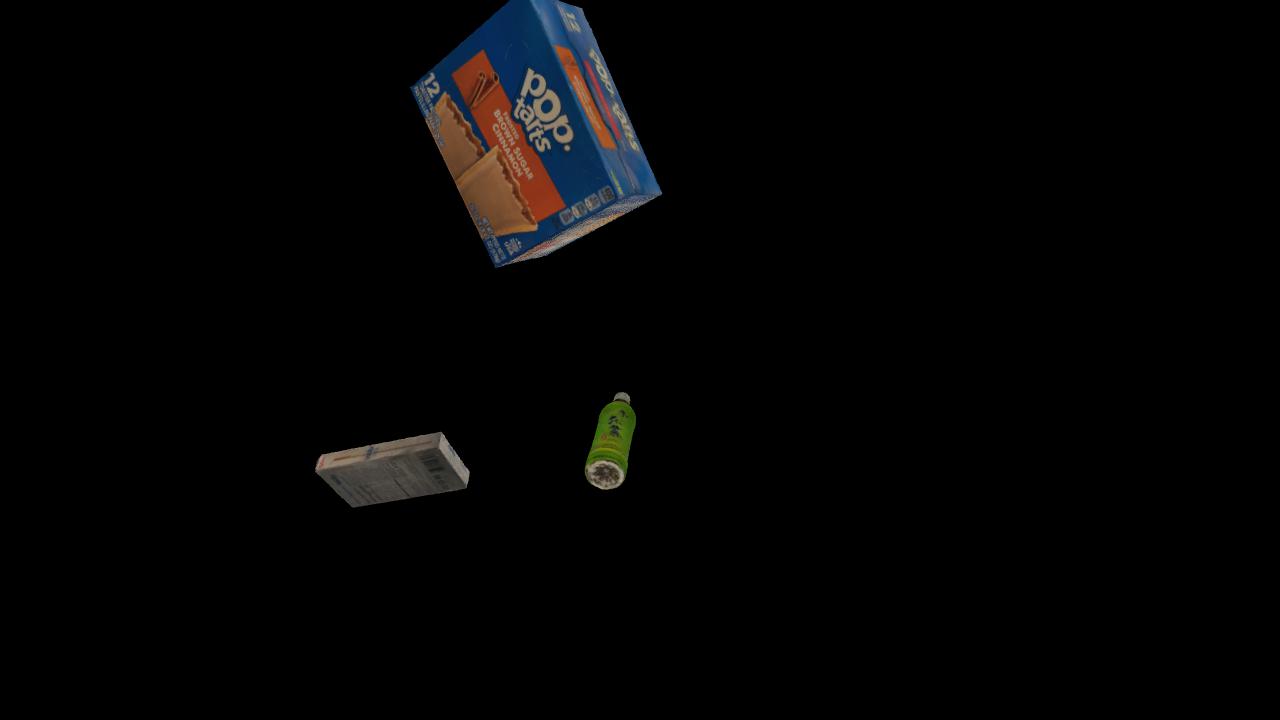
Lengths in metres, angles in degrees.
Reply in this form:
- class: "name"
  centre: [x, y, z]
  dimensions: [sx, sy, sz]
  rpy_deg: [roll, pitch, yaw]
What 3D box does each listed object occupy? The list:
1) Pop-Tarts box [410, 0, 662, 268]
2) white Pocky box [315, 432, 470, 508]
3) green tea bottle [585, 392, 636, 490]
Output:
- class: "Pop-Tarts box"
  centre: [-0.086, -0.184, 0.518]
  dimensions: [0.141, 0.167, 0.083]
  rpy_deg: [-20, 8, 31]
- class: "white Pocky box"
  centre: [-0.292, 0.133, 0.734]
  dimensions: [0.154, 0.028, 0.084]
  rpy_deg: [-11, -46, 7]
- class: "green tea bottle"
  centre: [-0.046, 0.130, 1.080]
  dimensions: [0.073, 0.073, 0.212]
  rpy_deg: [0, 34, 6]
